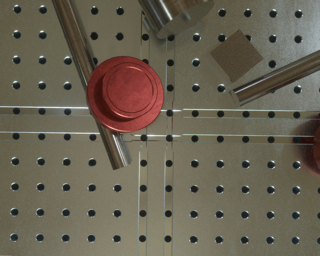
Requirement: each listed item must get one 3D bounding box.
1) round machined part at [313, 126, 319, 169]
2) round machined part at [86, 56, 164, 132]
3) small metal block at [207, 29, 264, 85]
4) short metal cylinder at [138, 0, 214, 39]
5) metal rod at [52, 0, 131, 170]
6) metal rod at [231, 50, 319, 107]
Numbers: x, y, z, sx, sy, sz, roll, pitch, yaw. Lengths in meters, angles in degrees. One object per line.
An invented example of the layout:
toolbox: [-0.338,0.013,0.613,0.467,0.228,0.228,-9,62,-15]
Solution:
round machined part: [0.249,0.025,0.407,0.099,0.042,0.097,0,90,0]
round machined part: [-0.041,-0.044,0.390,0.099,0.042,0.097,2,83,-18]
small metal block: [0.099,-0.094,0.414,0.050,0.025,0.050,-39,90,0]
short metal cylinder: [0.020,-0.155,0.386,0.080,0.080,0.050,-29,90,0]
metal rod: [-0.101,-0.089,0.412,0.025,0.025,0.299,-20,90,0]
metal rod: [0.238,-0.102,0.414,0.301,0.025,0.025,-25,90,0]
